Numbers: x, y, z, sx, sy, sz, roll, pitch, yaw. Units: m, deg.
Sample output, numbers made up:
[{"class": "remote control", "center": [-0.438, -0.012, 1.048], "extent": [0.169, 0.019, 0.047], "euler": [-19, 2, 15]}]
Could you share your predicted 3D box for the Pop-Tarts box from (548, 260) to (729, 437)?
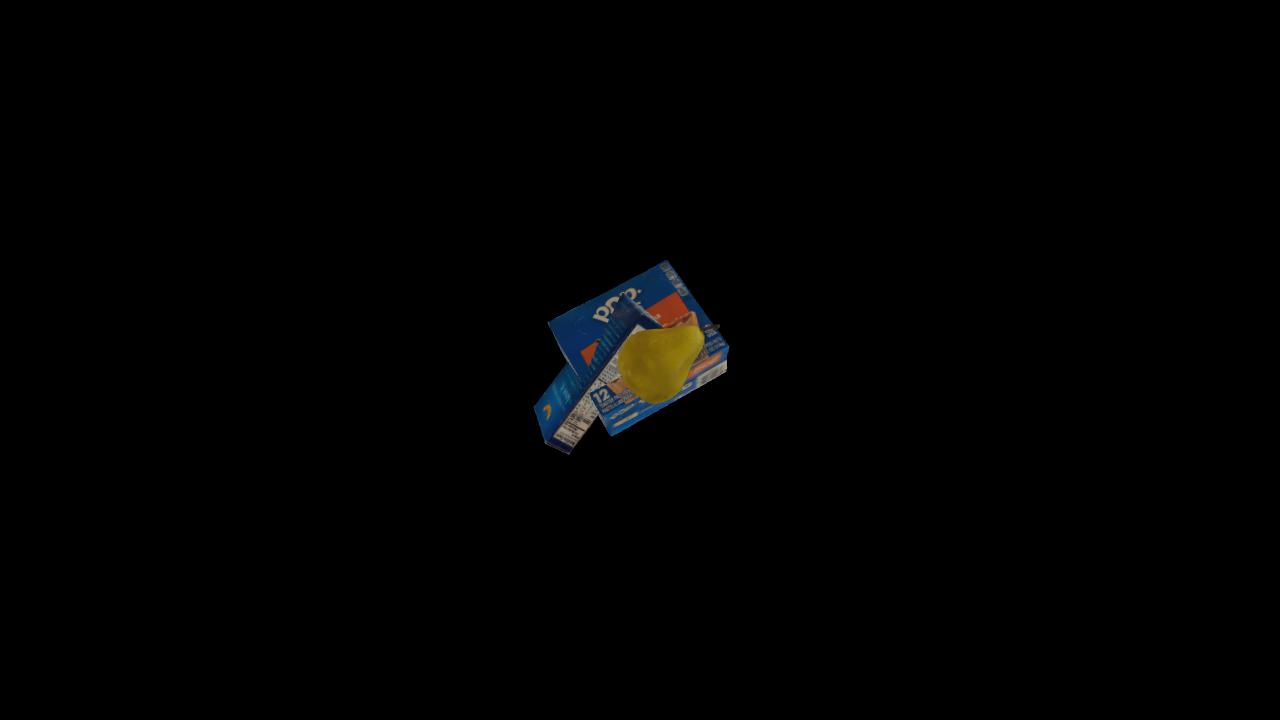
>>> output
[{"class": "Pop-Tarts box", "center": [-0.001, -0.015, 0.742], "extent": [0.167, 0.141, 0.083], "euler": [-28, -23, -9]}]

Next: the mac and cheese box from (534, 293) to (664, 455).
[{"class": "mac and cheese box", "center": [-0.052, 0.012, 0.722], "extent": [0.041, 0.184, 0.093], "euler": [33, 10, -29]}]

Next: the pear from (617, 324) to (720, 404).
[{"class": "pear", "center": [0.031, -0.010, 0.640], "extent": [0.111, 0.080, 0.080], "euler": [-43, -6, 6]}]
